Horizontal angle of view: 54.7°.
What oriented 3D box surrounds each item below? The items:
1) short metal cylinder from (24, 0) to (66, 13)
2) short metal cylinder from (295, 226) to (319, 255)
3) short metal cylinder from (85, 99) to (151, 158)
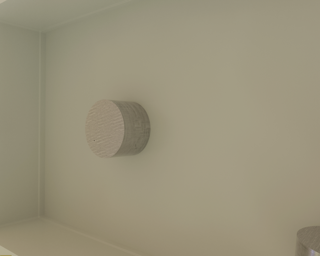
[{"bbox_3d":[-0.208,-0.252,0.542,0.080,0.081,0.050,-52,60,27],"label":"short metal cylinder"},{"bbox_3d":[0.151,0.117,0.246,0.080,0.081,0.050,6,94,39],"label":"short metal cylinder"},{"bbox_3d":[-0.060,0.001,0.438,0.080,0.050,0.079,0,90,39],"label":"short metal cylinder"}]
